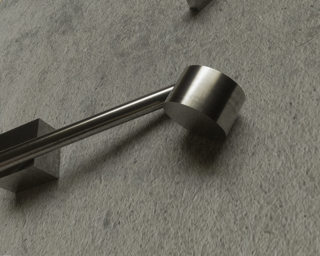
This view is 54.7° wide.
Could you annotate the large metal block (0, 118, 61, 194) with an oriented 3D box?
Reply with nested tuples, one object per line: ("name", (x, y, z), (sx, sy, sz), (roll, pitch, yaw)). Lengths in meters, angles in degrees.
("large metal block", (-0.199, 0.043, 0.463), (0.080, 0.050, 0.080), (-20, 54, 16))

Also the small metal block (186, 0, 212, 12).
("small metal block", (0.064, -0.223, 0.490), (0.050, 0.050, 0.025), (-44, 51, -2))

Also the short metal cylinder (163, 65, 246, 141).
("short metal cylinder", (0.051, -0.028, 0.358), (0.080, 0.080, 0.050), (20, 73, 35))

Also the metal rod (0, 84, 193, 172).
("metal rod", (-0.083, -0.006, 0.410), (0.301, 0.025, 0.025), (-21, 53, 0))
